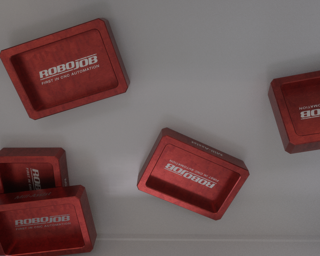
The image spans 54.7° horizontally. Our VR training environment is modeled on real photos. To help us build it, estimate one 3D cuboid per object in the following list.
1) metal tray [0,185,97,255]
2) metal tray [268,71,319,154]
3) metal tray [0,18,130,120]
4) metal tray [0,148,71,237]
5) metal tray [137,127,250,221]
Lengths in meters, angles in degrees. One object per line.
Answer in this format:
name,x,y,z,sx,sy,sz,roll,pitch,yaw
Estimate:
metal tray,-0.161,0.130,0.422,0.131,0.030,0.089,-7,110,2
metal tray,0.206,-0.025,0.367,0.131,0.090,0.030,-10,153,6
metal tray,-0.113,-0.071,0.381,0.131,0.030,0.090,-16,110,5
metal tray,-0.178,0.093,0.441,0.091,0.030,0.129,0,110,0
metal tray,0.045,0.066,0.432,0.131,0.030,0.089,24,108,-9
